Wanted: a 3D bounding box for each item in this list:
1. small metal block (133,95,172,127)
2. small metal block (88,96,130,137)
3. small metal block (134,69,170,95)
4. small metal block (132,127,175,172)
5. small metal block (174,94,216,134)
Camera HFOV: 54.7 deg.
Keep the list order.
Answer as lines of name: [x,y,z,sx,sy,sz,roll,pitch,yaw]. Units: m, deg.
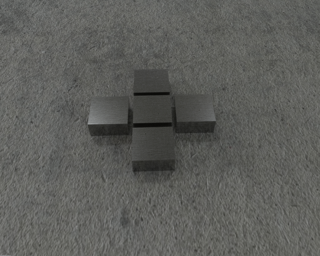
small metal block: [-0.010,-0.018,0.420,0.050,0.025,0.050,-1,50,-2]
small metal block: [-0.067,-0.016,0.417,0.050,0.025,0.050,-1,50,-2]
small metal block: [-0.012,-0.061,0.456,0.050,0.025,0.050,-1,50,-2]
small metal block: [-0.008,0.026,0.383,0.050,0.025,0.050,-2,50,-2]
small metal block: [0.046,-0.020,0.422,0.050,0.025,0.050,-1,50,-2]
